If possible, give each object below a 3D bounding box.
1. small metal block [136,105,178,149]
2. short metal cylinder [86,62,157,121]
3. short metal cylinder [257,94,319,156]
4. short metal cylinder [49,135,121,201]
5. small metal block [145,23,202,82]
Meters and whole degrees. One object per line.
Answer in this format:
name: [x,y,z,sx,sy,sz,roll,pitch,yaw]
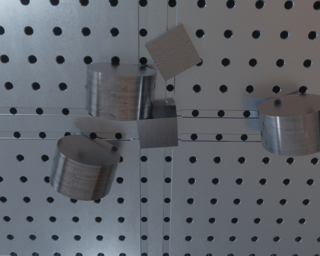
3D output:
small metal block: [-0.003,-0.001,0.405,0.050,0.025,0.050,-4,131,1]
short metal cylinder: [-0.046,-0.045,0.367,0.081,0.080,0.050,6,110,-2]
short metal cylinder: [0.165,-0.006,0.383,0.080,0.080,0.050,-12,110,4]
short metal cylinder: [-0.097,0.049,0.401,0.080,0.080,0.050,17,109,-6]
small metal block: [0.016,-0.093,0.379,0.050,0.025,0.050,-28,108,9]
